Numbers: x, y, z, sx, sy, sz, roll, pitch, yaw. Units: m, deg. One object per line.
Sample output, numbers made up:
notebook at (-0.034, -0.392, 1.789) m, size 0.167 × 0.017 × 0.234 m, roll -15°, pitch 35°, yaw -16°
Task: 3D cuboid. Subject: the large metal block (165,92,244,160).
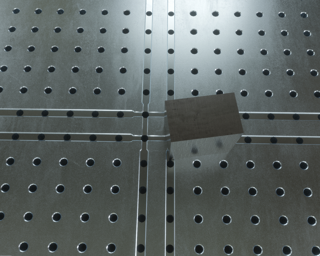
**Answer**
large metal block at (0.049, 0.001, 0.383) m, size 0.080 × 0.080 × 0.050 m, roll -7°, pitch 70°, yaw -3°
